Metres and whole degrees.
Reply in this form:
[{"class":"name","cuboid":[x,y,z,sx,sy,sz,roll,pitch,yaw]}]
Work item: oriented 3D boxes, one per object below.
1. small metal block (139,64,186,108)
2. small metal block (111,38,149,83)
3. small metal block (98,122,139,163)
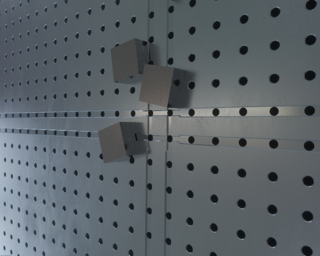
[{"class":"small metal block","cuboid":[0.002,-0.055,0.408,0.050,0.025,0.050,17,101,39]},{"class":"small metal block","cuboid":[-0.042,-0.095,0.446,0.050,0.025,0.050,-11,83,39]},{"class":"small metal block","cuboid":[-0.063,0.022,0.463,0.050,0.025,0.050,-21,77,38]}]
